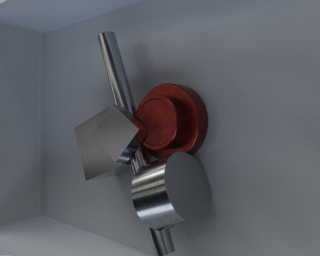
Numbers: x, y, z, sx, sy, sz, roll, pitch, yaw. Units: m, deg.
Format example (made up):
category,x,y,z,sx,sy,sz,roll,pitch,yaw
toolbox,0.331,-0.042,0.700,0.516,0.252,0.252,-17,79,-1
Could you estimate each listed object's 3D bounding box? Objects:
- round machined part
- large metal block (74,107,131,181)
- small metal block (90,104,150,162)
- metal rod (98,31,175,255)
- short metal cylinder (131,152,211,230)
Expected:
category,x,y,z,sx,sy,sz,roll,pitch,yaw
round machined part,0.007,-0.007,0.386,0.098,0.042,0.097,0,90,39
large metal block,-0.070,0.023,0.441,0.080,0.050,0.080,-26,74,37
small metal block,-0.049,0.007,0.381,0.050,0.025,0.050,42,104,24
metal rod,-0.035,0.010,0.404,0.025,0.025,0.299,-26,74,37
short metal cylinder,0.014,0.073,0.356,0.050,0.081,0.080,-26,74,37
